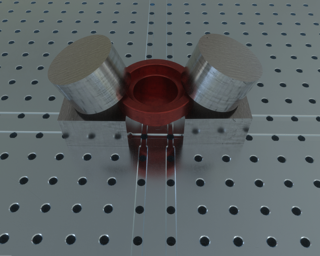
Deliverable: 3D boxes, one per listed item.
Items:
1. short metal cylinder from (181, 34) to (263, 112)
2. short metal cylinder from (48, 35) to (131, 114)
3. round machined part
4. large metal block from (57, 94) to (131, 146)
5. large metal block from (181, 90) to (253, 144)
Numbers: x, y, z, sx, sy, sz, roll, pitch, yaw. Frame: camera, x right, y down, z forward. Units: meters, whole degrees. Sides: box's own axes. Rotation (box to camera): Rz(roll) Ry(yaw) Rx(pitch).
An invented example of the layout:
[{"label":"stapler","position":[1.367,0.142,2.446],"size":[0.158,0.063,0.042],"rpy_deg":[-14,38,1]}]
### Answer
[{"label":"short metal cylinder","position":[0.071,-0.065,0.365],"size":[0.081,0.050,0.080],"rpy_deg":[13,48,-15]},{"label":"short metal cylinder","position":[-0.081,-0.063,0.362],"size":[0.080,0.050,0.080],"rpy_deg":[-13,49,16]},{"label":"round machined part","position":[-0.005,-0.041,0.392],"size":[0.099,0.042,0.098],"rpy_deg":[0,50,0]},{"label":"large metal block","position":[-0.080,-0.023,0.410],"size":[0.080,0.050,0.080],"rpy_deg":[1,50,0]},{"label":"large metal block","position":[0.070,-0.026,0.413],"size":[0.081,0.050,0.080],"rpy_deg":[-1,50,-1]}]
